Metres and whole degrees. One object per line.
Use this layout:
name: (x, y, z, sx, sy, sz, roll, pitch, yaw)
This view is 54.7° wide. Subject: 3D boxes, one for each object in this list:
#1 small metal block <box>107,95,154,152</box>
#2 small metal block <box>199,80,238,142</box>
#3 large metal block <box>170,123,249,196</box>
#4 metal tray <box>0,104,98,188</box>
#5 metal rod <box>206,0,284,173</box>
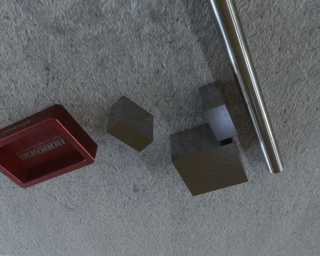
small metal block: (-0.035, -0.006, 0.386, 0.050, 0.050, 0.025, 34, 122, -26)
small metal block: (0.070, -0.021, 0.374, 0.025, 0.050, 0.050, -20, 128, 16)
large metal block: (0.068, 0.042, 0.427, 0.080, 0.050, 0.080, -19, 128, 15)
metal tray: (-0.165, 0.029, 0.426, 0.130, 0.030, 0.090, -21, 128, 16)
metal rod: (0.107, -0.046, 0.369, 0.025, 0.025, 0.299, -20, 128, 15)
